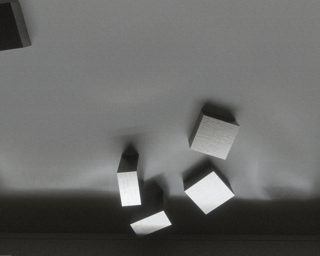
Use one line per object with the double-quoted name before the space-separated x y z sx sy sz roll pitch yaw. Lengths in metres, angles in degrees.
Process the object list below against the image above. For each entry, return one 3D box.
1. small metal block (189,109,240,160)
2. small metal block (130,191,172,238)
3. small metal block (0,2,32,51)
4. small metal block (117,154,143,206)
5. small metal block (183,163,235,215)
"small metal block" 0.071 0.009 0.415 0.050 0.025 0.050 17 109 -7
"small metal block" -0.012 0.122 0.443 0.050 0.050 0.025 -25 108 9
"small metal block" -0.188 -0.118 0.366 0.050 0.025 0.050 -8 110 2
"small metal block" -0.040 0.070 0.423 0.025 0.050 0.050 -5 110 2
"small metal block" 0.069 0.087 0.444 0.050 0.025 0.050 -38 106 12
